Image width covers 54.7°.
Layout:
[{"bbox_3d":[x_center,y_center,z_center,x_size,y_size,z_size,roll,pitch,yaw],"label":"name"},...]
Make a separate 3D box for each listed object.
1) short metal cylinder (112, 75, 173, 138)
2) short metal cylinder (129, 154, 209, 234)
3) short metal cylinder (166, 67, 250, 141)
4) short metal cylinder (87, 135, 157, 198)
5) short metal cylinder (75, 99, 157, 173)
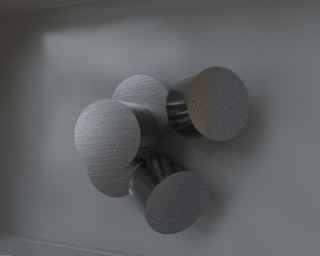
[{"bbox_3d":[-0.016,-0.025,0.400,0.080,0.050,0.079,0,90,19],"label":"short metal cylinder"},{"bbox_3d":[0.010,0.077,0.368,0.050,0.081,0.080,35,105,58],"label":"short metal cylinder"},{"bbox_3d":[0.054,-0.026,0.354,0.081,0.050,0.079,1,89,-25],"label":"short metal cylinder"},{"bbox_3d":[-0.048,0.047,0.412,0.080,0.050,0.079,0,90,19],"label":"short metal cylinder"},{"bbox_3d":[-0.049,0.008,0.357,0.080,0.050,0.079,0,90,19],"label":"short metal cylinder"}]
